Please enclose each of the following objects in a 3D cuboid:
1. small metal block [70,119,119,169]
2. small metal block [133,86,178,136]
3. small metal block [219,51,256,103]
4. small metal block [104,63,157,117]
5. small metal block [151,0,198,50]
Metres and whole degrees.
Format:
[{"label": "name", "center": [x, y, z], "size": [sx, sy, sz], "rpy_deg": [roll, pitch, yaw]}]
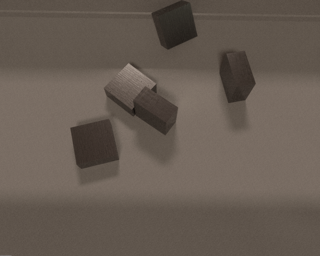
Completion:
[{"label": "small metal block", "center": [-0.084, 0.021, 0.401], "size": [0.050, 0.025, 0.050], "rpy_deg": [-13, 71, -5]}, {"label": "small metal block", "center": [-0.006, -0.021, 0.404], "size": [0.050, 0.050, 0.025], "rpy_deg": [34, 74, 11]}, {"label": "small metal block", "center": [0.104, -0.069, 0.423], "size": [0.025, 0.050, 0.050], "rpy_deg": [-10, 71, -4]}, {"label": "small metal block", "center": [-0.040, -0.053, 0.428], "size": [0.050, 0.025, 0.050], "rpy_deg": [38, 74, 12]}, {"label": "small metal block", "center": [0.022, -0.149, 0.449], "size": [0.050, 0.050, 0.025], "rpy_deg": [-27, 37, -10]}]
